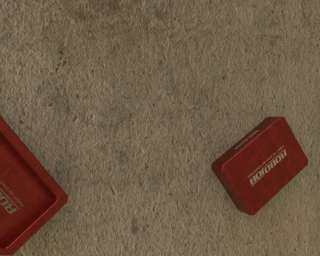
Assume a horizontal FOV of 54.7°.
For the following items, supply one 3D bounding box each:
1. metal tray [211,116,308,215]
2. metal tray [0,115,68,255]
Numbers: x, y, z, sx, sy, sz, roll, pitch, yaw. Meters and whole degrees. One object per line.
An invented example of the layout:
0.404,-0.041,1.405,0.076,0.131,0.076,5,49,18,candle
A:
0.151,0.054,0.462,0.131,0.030,0.090,-37,102,-16,metal tray
-0.171,0.058,0.319,0.090,0.030,0.130,-46,113,-34,metal tray
